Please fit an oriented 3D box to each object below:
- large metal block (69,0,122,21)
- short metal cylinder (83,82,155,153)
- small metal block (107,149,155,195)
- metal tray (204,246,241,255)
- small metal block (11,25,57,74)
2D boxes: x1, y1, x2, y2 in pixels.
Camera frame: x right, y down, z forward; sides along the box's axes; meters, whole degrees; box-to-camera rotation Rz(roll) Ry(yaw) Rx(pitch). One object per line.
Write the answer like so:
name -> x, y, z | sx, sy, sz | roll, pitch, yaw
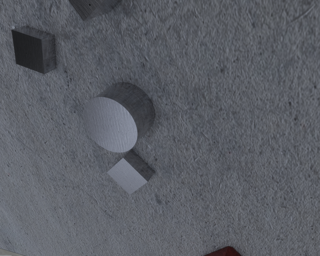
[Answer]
large metal block -> -0.066, -0.172, 0.319 | 0.080, 0.050, 0.080 | -28, 103, 37
short metal cylinder -> -0.054, -0.014, 0.410 | 0.080, 0.050, 0.079 | 13, 124, 21
small metal block -> -0.045, 0.067, 0.472 | 0.050, 0.025, 0.050 | 45, 129, -4
metal tray -> 0.123, 0.256, 0.497 | 0.130, 0.030, 0.090 | 45, 129, -3
small metal block -> -0.174, -0.109, 0.431 | 0.050, 0.025, 0.050 | 21, 126, 15
